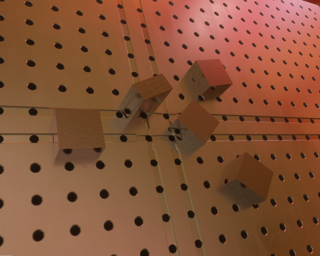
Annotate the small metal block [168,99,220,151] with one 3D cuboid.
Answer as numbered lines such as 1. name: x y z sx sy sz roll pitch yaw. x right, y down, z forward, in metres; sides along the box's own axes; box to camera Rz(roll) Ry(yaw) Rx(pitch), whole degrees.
1. small metal block: 0.049 -0.004 0.436 0.050 0.025 0.050 41 51 0

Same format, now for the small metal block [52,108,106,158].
1. small metal block: -0.093 0.006 0.354 0.050 0.025 0.050 0 62 -28

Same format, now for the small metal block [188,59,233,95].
1. small metal block: 0.082 -0.083 0.502 0.050 0.025 0.050 -11 68 -33

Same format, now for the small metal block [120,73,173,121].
1. small metal block: -0.018 -0.040 0.406 0.050 0.050 0.025 -27 77 -37

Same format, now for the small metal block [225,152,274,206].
1. small metal block: 0.125 0.070 0.432 0.050 0.025 0.050 36 51 -4
